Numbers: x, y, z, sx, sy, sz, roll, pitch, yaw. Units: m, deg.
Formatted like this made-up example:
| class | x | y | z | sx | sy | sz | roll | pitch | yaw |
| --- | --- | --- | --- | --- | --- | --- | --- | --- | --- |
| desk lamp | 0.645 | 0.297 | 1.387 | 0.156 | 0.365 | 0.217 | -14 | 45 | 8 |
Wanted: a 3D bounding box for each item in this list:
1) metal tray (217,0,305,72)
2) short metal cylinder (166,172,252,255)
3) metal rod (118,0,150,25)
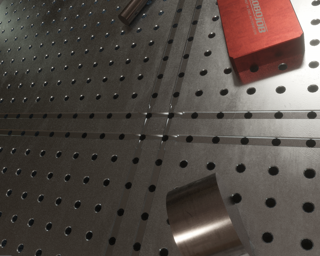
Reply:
| class | x | y | z | sx | sy | sz | roll | pitch | yaw |
| --- | --- | --- | --- | --- | --- | --- | --- | --- | --- |
| metal tray | 0.133 | -0.145 | 0.424 | 0.090 | 0.030 | 0.130 | -15 | 56 | 19 |
| short metal cylinder | 0.046 | 0.089 | 0.293 | 0.050 | 0.080 | 0.080 | -25 | 53 | 13 |
| metal rod | 0.021 | -0.314 | 0.587 | 0.025 | 0.025 | 0.300 | 28 | 77 | 37 |
